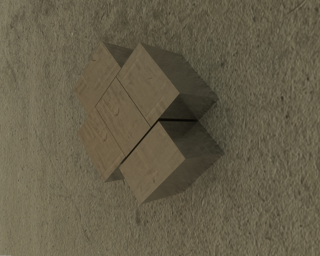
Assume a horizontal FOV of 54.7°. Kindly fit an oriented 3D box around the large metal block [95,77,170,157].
[{"bbox_3d":[-0.019,-0.014,0.385,0.050,0.081,0.080,-50,61,28],"label":"large metal block"}]

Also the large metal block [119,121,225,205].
[{"bbox_3d":[0.014,0.038,0.358,0.080,0.081,0.050,-49,61,28],"label":"large metal block"}]

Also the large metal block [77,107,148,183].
[{"bbox_3d":[-0.048,0.020,0.409,0.050,0.081,0.080,-50,61,28],"label":"large metal block"}]

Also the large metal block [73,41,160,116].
[{"bbox_3d":[-0.055,-0.060,0.414,0.080,0.081,0.050,-49,61,28],"label":"large metal block"}]

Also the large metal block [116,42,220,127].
[{"bbox_3d":[0.010,-0.047,0.361,0.050,0.081,0.080,-50,61,28],"label":"large metal block"}]
